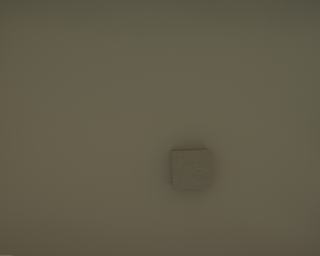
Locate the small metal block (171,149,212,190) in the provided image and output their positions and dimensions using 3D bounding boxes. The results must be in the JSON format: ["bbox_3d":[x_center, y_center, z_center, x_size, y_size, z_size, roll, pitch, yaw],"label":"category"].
[{"bbox_3d":[0.041,0.054,0.412,0.050,0.025,0.050,-2,90,0],"label":"small metal block"}]
